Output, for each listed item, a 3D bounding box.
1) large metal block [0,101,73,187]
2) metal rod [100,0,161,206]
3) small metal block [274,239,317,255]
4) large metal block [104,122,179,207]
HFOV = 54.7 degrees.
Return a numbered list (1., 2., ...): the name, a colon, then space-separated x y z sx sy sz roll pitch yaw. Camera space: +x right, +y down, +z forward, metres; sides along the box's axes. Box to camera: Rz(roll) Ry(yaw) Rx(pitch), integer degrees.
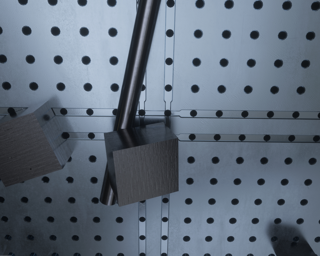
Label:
1. large metal block: -0.174 0.020 0.405 0.080 0.050 0.080 -18 109 6
2. metal rod: -0.041 -0.031 0.401 0.025 0.025 0.298 12 110 -5
3. small metal block: 0.214 0.203 0.478 0.050 0.050 0.025 11 110 -5
4. large metal block: -0.023 0.045 0.399 0.081 0.050 0.079 -11 117 -18
